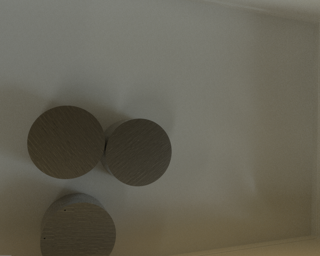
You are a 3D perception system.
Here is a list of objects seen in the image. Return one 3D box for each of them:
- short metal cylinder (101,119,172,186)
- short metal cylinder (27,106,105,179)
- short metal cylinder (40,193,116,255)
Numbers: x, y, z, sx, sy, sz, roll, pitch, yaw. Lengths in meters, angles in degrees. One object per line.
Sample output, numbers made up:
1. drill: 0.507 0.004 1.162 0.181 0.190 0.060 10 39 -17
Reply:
1. short metal cylinder: -0.032 0.028 0.386 0.081 0.050 0.079 0 90 -21
2. short metal cylinder: -0.108 0.015 0.358 0.081 0.050 0.079 0 90 -21
3. short metal cylinder: -0.097 0.121 0.362 0.081 0.050 0.079 0 90 -21
